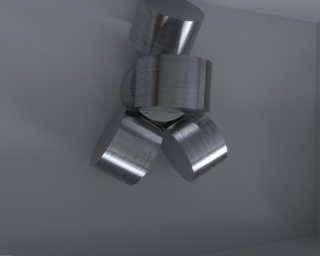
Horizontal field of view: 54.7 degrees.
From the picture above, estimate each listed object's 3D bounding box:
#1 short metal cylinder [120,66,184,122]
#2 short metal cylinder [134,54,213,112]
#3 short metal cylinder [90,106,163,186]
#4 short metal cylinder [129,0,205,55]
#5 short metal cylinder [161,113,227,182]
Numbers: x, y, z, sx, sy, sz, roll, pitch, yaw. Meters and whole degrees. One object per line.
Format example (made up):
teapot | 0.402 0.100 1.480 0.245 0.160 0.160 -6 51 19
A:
short metal cylinder | -0.005 -0.047 0.392 0.081 0.050 0.080 0 90 -20
short metal cylinder | 0.014 -0.044 0.331 0.081 0.080 0.050 3 89 -20
short metal cylinder | -0.040 0.021 0.365 0.050 0.080 0.080 31 80 -17
short metal cylinder | 0.007 -0.124 0.375 0.081 0.080 0.050 4 131 -20
short metal cylinder | 0.039 0.021 0.394 0.050 0.080 0.080 -30 100 -17
